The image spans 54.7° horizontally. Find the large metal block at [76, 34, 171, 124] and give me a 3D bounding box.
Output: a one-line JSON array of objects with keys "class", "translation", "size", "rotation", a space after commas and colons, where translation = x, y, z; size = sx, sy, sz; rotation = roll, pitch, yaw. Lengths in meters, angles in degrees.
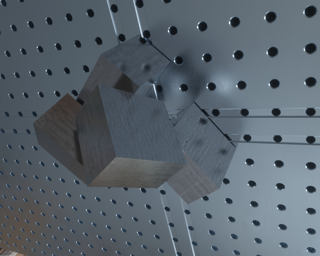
[{"class": "large metal block", "translation": [-0.043, -0.053, 0.362], "size": [0.050, 0.080, 0.080], "rotation": [41, 129, 0]}]

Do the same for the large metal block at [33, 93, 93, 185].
[{"class": "large metal block", "translation": [-0.099, 0.017, 0.371], "size": [0.080, 0.050, 0.080], "rotation": [41, 154, 0]}]

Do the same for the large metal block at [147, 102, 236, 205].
[{"class": "large metal block", "translation": [0.037, 0.029, 0.371], "size": [0.080, 0.080, 0.050], "rotation": [47, 129, -5]}]

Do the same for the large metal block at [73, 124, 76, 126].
[{"class": "large metal block", "translation": [-0.087, 0.020, 0.451], "size": [0.080, 0.050, 0.080], "rotation": [43, 129, -2]}]

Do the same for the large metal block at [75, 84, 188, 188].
[{"class": "large metal block", "translation": [-0.030, 0.011, 0.306], "size": [0.050, 0.081, 0.080], "rotation": [-45, 50, 34]}]
